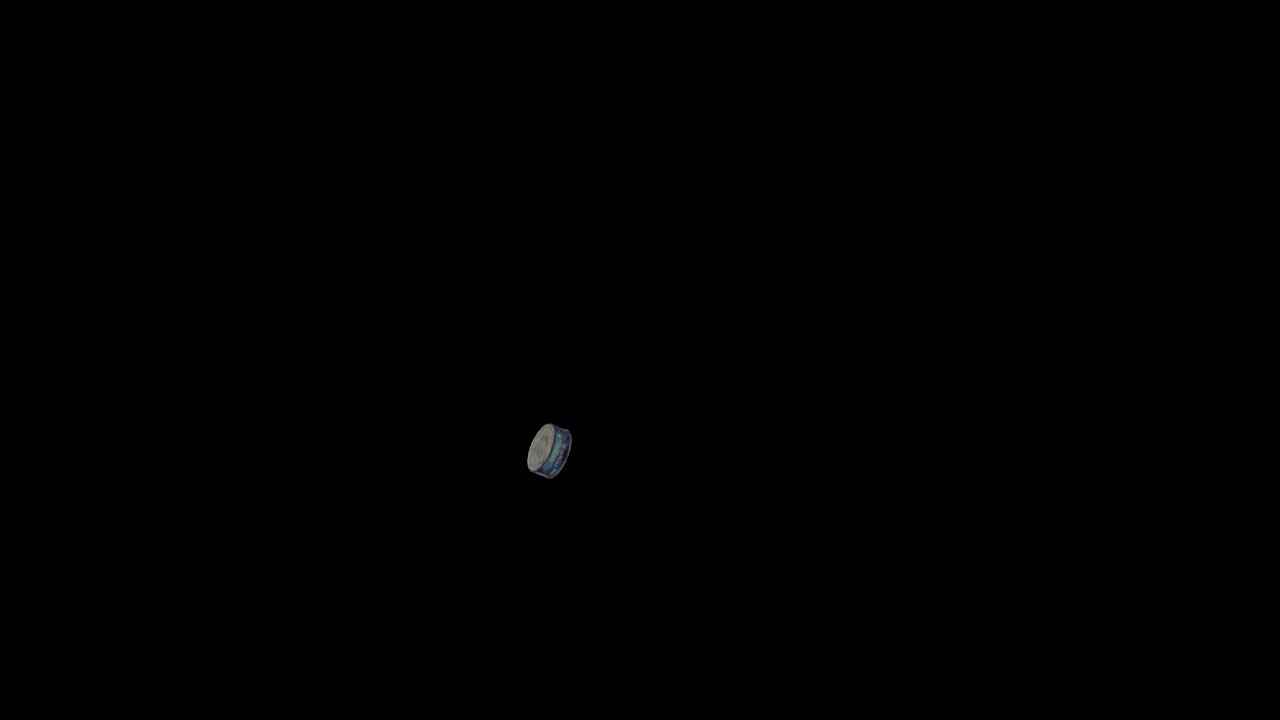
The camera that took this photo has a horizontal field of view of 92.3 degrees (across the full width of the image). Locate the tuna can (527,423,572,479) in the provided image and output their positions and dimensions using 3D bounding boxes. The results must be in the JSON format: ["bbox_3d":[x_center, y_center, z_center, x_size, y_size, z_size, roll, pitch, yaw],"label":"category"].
[{"bbox_3d":[-0.146,0.145,0.986,0.034,0.084,0.084,28,-14,-28],"label":"tuna can"}]
